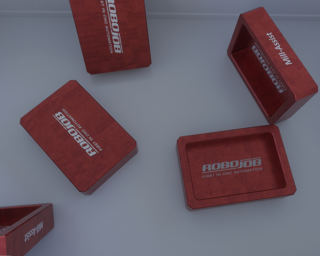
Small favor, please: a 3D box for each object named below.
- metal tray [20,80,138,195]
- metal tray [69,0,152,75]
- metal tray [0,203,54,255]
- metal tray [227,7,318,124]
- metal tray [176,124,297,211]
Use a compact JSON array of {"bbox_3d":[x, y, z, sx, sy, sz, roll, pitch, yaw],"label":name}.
[{"bbox_3d":[-0.104,0.010,0.402,0.090,0.030,0.130,-42,76,-14],"label":"metal tray"},{"bbox_3d":[-0.064,-0.140,0.408,0.091,0.129,0.030,-9,35,-3],"label":"metal tray"},{"bbox_3d":[-0.172,0.108,0.312,0.091,0.130,0.030,-4,89,-2],"label":"metal tray"},{"bbox_3d":[0.139,-0.078,0.404,0.030,0.090,0.130,-23,72,-8],"label":"metal tray"},{"bbox_3d":[0.091,0.049,0.389,0.131,0.030,0.090,-8,70,-3],"label":"metal tray"}]
